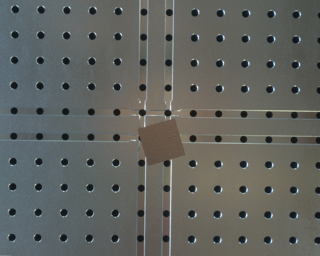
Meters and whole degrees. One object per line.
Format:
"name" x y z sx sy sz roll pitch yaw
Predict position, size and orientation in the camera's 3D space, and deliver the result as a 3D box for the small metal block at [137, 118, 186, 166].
"small metal block" 0.002 0.018 0.413 0.050 0.025 0.050 -16 90 -1
